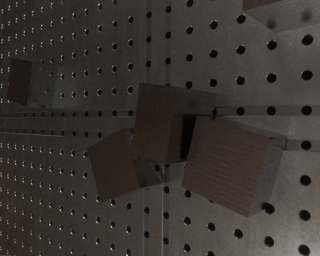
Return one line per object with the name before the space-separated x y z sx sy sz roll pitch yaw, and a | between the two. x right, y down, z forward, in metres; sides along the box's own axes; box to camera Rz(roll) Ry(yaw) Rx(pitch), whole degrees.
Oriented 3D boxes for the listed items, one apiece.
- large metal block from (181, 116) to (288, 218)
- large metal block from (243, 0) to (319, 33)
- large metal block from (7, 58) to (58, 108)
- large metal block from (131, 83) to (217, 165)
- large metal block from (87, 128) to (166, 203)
large metal block | 0.077 0.036 0.328 0.080 0.050 0.079 19 102 38
large metal block | 0.126 -0.125 0.269 0.080 0.081 0.050 -2 89 39
large metal block | -0.245 -0.086 0.591 0.080 0.050 0.079 18 101 38
large metal block | 0.018 -0.006 0.357 0.050 0.081 0.079 13 98 39
large metal block | -0.048 0.051 0.431 0.080 0.050 0.080 -27 73 36
